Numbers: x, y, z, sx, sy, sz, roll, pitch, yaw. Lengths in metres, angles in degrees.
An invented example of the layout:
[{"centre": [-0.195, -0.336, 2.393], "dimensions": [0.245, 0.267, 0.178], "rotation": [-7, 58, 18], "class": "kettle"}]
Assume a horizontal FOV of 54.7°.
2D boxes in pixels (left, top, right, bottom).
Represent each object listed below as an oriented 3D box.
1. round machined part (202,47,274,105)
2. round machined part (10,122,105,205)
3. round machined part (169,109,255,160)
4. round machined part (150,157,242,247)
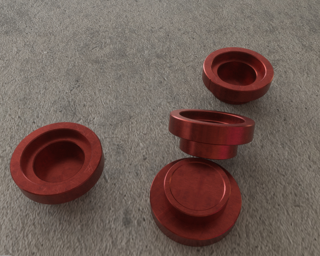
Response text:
[{"centre": [0.111, -0.072, 0.453], "dimensions": [0.099, 0.042, 0.098], "rotation": [0, 50, 0], "class": "round machined part"}, {"centre": [-0.113, 0.043, 0.355], "dimensions": [0.099, 0.042, 0.098], "rotation": [0, 50, 0], "class": "round machined part"}, {"centre": [0.059, 0.007, 0.366], "dimensions": [0.099, 0.042, 0.098], "rotation": [5, 13, -1], "class": "round machined part"}, {"centre": [0.038, 0.071, 0.332], "dimensions": [0.099, 0.042, 0.098], "rotation": [0, 50, 0], "class": "round machined part"}]
